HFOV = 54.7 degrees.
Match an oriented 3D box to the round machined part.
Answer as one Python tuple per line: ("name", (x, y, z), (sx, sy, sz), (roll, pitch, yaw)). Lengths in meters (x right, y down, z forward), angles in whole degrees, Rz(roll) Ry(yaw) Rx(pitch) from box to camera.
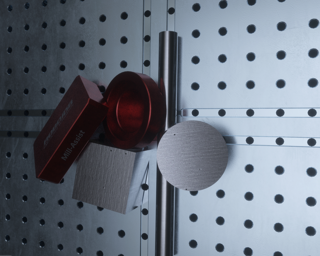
("round machined part", (-0.030, -0.022, 0.400), (0.098, 0.042, 0.097), (-1, 88, 45))

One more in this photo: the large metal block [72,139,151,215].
("large metal block", (-0.065, 0.062, 0.422), (0.080, 0.050, 0.079), (11, 94, 19))

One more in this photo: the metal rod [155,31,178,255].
("metal rod", (0.009, 0.024, 0.410), (0.025, 0.025, 0.298), (1, 90, 20))

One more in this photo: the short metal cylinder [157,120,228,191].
("short metal cylinder", (0.036, 0.031, 0.372), (0.081, 0.050, 0.079), (0, 90, 0))

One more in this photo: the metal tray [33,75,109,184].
("metal tray", (-0.127, 0.000, 0.429), (0.130, 0.030, 0.090), (-53, 36, 12))
